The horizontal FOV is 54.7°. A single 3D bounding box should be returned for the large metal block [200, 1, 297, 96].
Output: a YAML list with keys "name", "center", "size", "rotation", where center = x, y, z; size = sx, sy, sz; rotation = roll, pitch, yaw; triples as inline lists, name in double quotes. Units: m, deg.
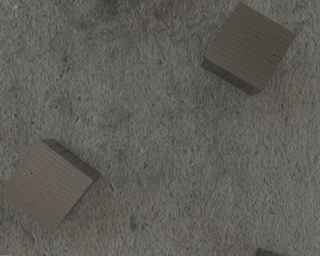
- name: "large metal block"
  center: [0.110, -0.099, 0.398]
  size: [0.080, 0.050, 0.080]
  rotation: [31, 90, 0]

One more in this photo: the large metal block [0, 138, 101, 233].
- name: "large metal block"
  center: [-0.137, 0.070, 0.396]
  size: [0.080, 0.050, 0.080]
  rotation: [37, 90, 0]

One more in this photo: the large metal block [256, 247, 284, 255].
- name: "large metal block"
  center: [0.145, 0.209, 0.384]
  size: [0.050, 0.080, 0.080]
  rotation: [19, 90, 0]
